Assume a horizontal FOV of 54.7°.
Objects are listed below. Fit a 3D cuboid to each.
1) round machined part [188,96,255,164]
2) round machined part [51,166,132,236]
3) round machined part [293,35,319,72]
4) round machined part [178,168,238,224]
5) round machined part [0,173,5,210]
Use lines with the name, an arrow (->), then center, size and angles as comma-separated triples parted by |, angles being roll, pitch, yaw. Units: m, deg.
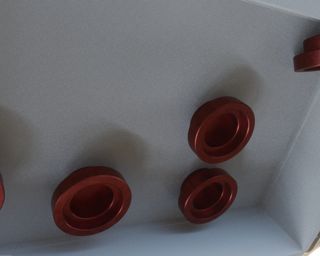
round machined part -> 0.082, -0.001, 0.442 | 0.099, 0.042, 0.097 | -14, 124, -21
round machined part -> -0.090, 0.089, 0.403 | 0.099, 0.042, 0.097 | -14, 124, -21
round machined part -> 0.240, -0.107, 0.434 | 0.099, 0.098, 0.042 | -7, 93, -25
round machined part -> 0.073, 0.104, 0.502 | 0.099, 0.042, 0.097 | -14, 124, -21
round machined part -> -0.216, 0.063, 0.317 | 0.099, 0.042, 0.097 | -16, 126, -23
